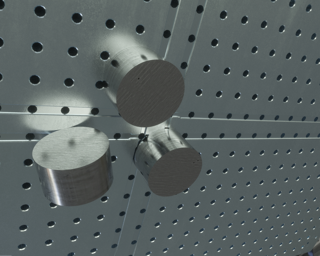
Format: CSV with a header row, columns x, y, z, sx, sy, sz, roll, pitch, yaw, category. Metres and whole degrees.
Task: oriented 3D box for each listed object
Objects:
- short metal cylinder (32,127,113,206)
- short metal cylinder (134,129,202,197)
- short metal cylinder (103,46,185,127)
x,y,z,sx,sy,sz,roll,pitch,yaw,category
-0.095,0.041,0.349,0.081,0.080,0.050,-14,125,-21,short metal cylinder
0.011,0.048,0.430,0.081,0.050,0.079,-14,124,-21,short metal cylinder
-0.019,-0.047,0.355,0.081,0.050,0.079,-14,124,-21,short metal cylinder
